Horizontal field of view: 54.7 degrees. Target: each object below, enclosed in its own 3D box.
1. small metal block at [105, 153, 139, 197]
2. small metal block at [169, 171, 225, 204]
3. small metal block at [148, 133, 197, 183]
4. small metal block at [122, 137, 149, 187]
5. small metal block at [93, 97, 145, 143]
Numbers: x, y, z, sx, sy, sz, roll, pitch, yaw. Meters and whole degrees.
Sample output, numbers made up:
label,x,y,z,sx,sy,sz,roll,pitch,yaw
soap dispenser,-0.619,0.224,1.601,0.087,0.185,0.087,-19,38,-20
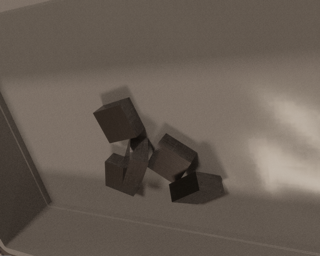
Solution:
label,x,y,z,sx,sy,sz,roll,pitch,yaw
small metal block,-0.057,0.072,0.482,0.050,0.025,0.050,17,126,18
small metal block,0.049,0.081,0.414,0.050,0.025,0.050,16,143,-39
small metal block,0.015,0.043,0.426,0.050,0.025,0.050,32,128,7
small metal block,-0.035,0.046,0.434,0.025,0.050,0.050,10,127,-12
small metal block,-0.057,-0.010,0.431,0.050,0.025,0.050,-13,112,33
